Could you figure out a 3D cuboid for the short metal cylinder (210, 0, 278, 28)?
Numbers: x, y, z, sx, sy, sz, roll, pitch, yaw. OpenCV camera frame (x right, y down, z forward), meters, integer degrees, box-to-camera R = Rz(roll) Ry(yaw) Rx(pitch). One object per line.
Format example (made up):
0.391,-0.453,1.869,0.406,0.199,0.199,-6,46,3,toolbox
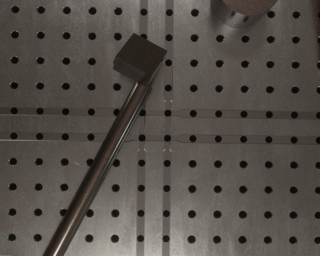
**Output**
0.110,-0.177,0.402,0.081,0.050,0.079,0,90,-1,short metal cylinder

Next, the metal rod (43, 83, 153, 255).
-0.091,0.074,0.412,0.025,0.025,0.299,28,90,-1,metal rod

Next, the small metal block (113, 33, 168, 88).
-0.025,-0.088,0.402,0.050,0.025,0.050,28,58,-1,small metal block
